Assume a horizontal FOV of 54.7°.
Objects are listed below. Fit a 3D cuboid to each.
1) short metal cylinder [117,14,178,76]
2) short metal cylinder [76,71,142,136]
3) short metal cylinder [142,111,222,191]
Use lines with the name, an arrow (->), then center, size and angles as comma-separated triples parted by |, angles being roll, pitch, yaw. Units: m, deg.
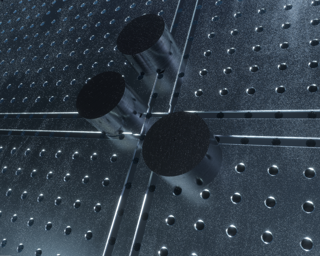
short metal cylinder -> -0.019, -0.128, 0.480 | 0.080, 0.050, 0.080 | -13, 56, 20
short metal cylinder -> -0.073, -0.035, 0.450 | 0.080, 0.050, 0.080 | -13, 56, 20
short metal cylinder -> 0.027, 0.027, 0.360 | 0.080, 0.050, 0.080 | -13, 56, 20
